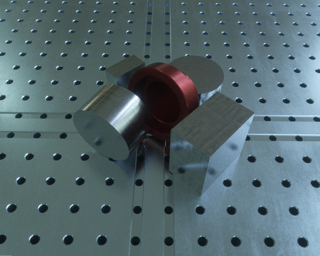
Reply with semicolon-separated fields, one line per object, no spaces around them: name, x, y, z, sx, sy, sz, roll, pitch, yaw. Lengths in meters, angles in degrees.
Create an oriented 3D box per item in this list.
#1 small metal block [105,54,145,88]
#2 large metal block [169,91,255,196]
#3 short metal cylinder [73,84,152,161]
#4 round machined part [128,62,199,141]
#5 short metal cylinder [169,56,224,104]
small metal block;-0.048;-0.071;0.450;0.050;0.050;0.025;-35;59;-26
large metal block;0.057;0.018;0.358;0.050;0.080;0.080;36;58;26
short metal cylinder;-0.057;-0.006;0.376;0.080;0.080;0.050;25;54;19
round machined part;0.009;-0.036;0.391;0.098;0.097;0.042;34;45;24
short metal cylinder;0.047;-0.058;0.440;0.081;0.050;0.080;0;50;0
